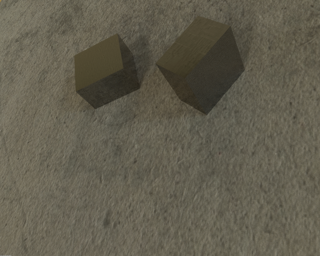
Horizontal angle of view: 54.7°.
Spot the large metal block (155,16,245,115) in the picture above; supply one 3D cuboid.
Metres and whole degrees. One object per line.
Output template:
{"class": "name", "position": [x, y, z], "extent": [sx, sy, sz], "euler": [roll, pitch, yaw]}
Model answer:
{"class": "large metal block", "position": [0.053, -0.076, 0.387], "extent": [0.050, 0.080, 0.080], "euler": [35, 81, 38]}

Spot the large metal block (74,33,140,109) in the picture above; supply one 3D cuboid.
{"class": "large metal block", "position": [-0.084, -0.088, 0.484], "extent": [0.080, 0.050, 0.080], "euler": [-23, 53, 14]}
